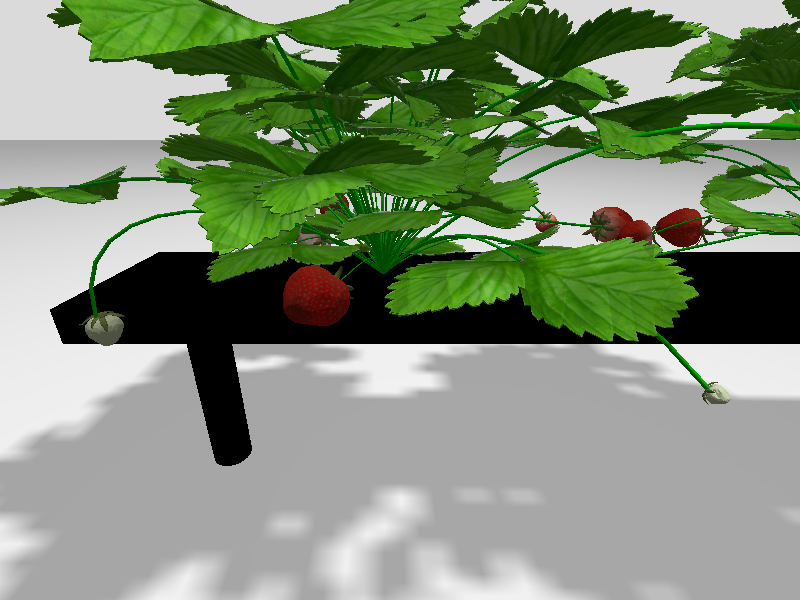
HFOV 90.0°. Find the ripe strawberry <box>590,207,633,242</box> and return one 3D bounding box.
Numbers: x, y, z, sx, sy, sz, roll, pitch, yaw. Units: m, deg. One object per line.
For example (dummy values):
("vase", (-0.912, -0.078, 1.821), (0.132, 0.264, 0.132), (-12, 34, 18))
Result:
("ripe strawberry", (0.245, -0.086, 0.460), (0.041, 0.041, 0.045), (-9, 25, -21))

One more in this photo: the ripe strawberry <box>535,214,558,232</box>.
("ripe strawberry", (0.183, -0.093, 0.497), (0.028, 0.025, 0.026), (29, -13, 48))

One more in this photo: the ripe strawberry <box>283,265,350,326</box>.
("ripe strawberry", (-0.058, -0.001, 0.265), (0.045, 0.039, 0.046), (9, 26, 20))

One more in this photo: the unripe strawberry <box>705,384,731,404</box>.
("unripe strawberry", (0.157, 0.047, 0.198), (0.011, 0.010, 0.010), (-20, 31, -38))

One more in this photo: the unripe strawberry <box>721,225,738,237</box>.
("unripe strawberry", (0.402, -0.084, 0.489), (0.016, 0.014, 0.015), (-6, 24, -13))

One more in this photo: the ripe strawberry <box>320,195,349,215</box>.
("ripe strawberry", (-0.093, -0.131, 0.565), (0.042, 0.044, 0.045), (-8, 23, -18))

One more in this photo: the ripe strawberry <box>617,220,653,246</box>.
("ripe strawberry", (0.252, -0.069, 0.432), (0.033, 0.033, 0.036), (3, 23, 22))

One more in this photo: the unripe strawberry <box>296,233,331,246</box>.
("unripe strawberry", (-0.094, -0.065, 0.421), (0.040, 0.039, 0.037), (17, 29, 35))

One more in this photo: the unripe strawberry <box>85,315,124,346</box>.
("unripe strawberry", (-0.181, 0.019, 0.246), (0.019, 0.020, 0.018), (-18, 29, -35))

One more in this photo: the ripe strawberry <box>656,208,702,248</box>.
("ripe strawberry", (0.310, -0.081, 0.445), (0.043, 0.043, 0.047), (15, 28, 32))
